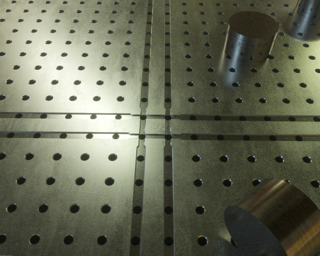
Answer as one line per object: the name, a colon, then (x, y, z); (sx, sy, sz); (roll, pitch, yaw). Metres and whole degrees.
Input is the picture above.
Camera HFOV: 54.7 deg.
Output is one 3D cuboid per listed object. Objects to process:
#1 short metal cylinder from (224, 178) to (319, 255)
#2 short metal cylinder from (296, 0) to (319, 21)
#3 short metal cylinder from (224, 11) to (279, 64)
short metal cylinder: (0.108, 0.095, 0.294); (0.050, 0.080, 0.080); (-29, 56, -22)
short metal cylinder: (0.318, -0.255, 0.610); (0.081, 0.050, 0.080); (0, 50, 0)
short metal cylinder: (0.152, -0.153, 0.522); (0.081, 0.050, 0.080); (0, 50, 0)
